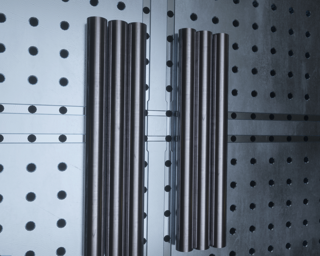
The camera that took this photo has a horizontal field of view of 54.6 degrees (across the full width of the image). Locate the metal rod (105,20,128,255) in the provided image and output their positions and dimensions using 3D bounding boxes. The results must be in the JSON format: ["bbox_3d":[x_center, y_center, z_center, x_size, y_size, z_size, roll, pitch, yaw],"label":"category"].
[{"bbox_3d":[-0.055,0.017,0.391,0.025,0.025,0.298,1,90,-20],"label":"metal rod"}]

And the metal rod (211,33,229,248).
[{"bbox_3d":[0.084,0.017,0.443,0.025,0.025,0.298,1,90,-20],"label":"metal rod"}]

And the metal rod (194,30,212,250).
[{"bbox_3d":[0.059,0.017,0.433,0.025,0.025,0.298,1,90,-20],"label":"metal rod"}]

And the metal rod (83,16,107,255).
[{"bbox_3d":[-0.080,0.016,0.382,0.025,0.025,0.298,1,90,-20],"label":"metal rod"}]

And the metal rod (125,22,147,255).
[{"bbox_3d":[-0.032,0.017,0.400,0.025,0.025,0.298,1,90,-20],"label":"metal rod"}]

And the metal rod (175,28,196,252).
[{"bbox_3d":[0.035,0.016,0.425,0.025,0.025,0.298,1,90,-20],"label":"metal rod"}]
